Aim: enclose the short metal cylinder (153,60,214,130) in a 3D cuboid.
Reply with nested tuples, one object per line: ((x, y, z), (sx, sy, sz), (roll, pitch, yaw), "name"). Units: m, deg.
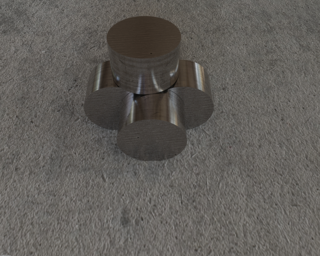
((0.027, -0.041, 0.404), (0.081, 0.080, 0.050), (0, 50, -1), "short metal cylinder")

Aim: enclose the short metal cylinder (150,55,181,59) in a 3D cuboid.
((-0.009, -0.081, 0.437), (0.081, 0.080, 0.050), (-1, 50, -2), "short metal cylinder")

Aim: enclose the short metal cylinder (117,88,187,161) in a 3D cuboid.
((-0.009, -0.003, 0.371), (0.081, 0.080, 0.050), (0, 50, -1), "short metal cylinder")

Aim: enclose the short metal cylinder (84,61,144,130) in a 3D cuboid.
((-0.055, -0.041, 0.403), (0.081, 0.080, 0.050), (-1, 50, -1), "short metal cylinder")

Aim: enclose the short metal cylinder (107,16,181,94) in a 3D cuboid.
((-0.017, -0.084, 0.355), (0.081, 0.050, 0.080), (0, 50, 0), "short metal cylinder")
